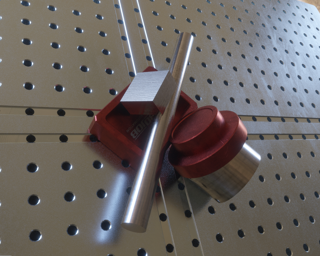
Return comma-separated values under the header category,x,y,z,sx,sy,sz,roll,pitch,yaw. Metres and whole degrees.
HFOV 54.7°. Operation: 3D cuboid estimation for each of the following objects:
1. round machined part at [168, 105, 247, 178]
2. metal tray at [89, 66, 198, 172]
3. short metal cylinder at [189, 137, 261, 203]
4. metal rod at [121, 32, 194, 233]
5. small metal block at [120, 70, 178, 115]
category,x,y,z,sx,sy,sz,roll,pitch,yaw
round machined part,0.049,0.010,0.370,0.042,0.098,0.098,52,48,-20
metal tray,-0.017,-0.015,0.406,0.090,0.030,0.131,40,51,-1
short metal cylinder,0.078,0.046,0.387,0.050,0.080,0.080,40,51,-2
metal rod,0.007,-0.020,0.387,0.025,0.025,0.300,25,53,-13
small metal block,-0.013,-0.044,0.385,0.025,0.050,0.050,54,51,-41
